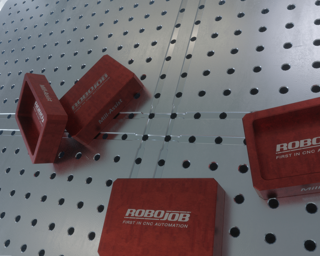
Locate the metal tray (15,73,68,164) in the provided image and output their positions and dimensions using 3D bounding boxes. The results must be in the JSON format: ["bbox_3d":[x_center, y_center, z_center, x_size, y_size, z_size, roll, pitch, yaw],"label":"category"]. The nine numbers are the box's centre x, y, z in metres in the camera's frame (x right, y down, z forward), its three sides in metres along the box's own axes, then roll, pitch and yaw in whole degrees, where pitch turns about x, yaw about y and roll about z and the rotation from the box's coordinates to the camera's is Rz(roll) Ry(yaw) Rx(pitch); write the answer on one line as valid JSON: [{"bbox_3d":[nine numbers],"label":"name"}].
[{"bbox_3d":[-0.191,-0.017,0.488,0.130,0.030,0.089,49,124,39],"label":"metal tray"}]

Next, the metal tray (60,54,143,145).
[{"bbox_3d":[-0.101,-0.047,0.488,0.130,0.030,0.090,-46,51,-5],"label":"metal tray"}]

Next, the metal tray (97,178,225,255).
[{"bbox_3d":[0.001,0.103,0.342,0.130,0.030,0.090,-5,59,26],"label":"metal tray"}]

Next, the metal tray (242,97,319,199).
[{"bbox_3d":[0.157,0.016,0.313,0.130,0.030,0.090,-13,56,21],"label":"metal tray"}]
